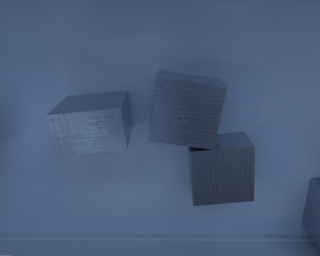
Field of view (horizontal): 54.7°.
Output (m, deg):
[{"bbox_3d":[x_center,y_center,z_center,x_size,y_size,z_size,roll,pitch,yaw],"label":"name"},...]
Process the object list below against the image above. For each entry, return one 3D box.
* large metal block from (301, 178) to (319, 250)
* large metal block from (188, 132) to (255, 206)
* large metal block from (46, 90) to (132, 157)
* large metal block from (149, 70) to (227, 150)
[{"bbox_3d":[0.246,0.125,0.432,0.050,0.080,0.079,0,110,-1],"label":"large metal block"},{"bbox_3d":[0.080,0.054,0.419,0.080,0.050,0.079,-5,110,1],"label":"large metal block"},{"bbox_3d":[-0.080,-0.008,0.378,0.080,0.080,0.050,-6,110,1],"label":"large metal block"},{"bbox_3d":[0.032,-0.024,0.390,0.081,0.050,0.079,8,110,-3],"label":"large metal block"}]
